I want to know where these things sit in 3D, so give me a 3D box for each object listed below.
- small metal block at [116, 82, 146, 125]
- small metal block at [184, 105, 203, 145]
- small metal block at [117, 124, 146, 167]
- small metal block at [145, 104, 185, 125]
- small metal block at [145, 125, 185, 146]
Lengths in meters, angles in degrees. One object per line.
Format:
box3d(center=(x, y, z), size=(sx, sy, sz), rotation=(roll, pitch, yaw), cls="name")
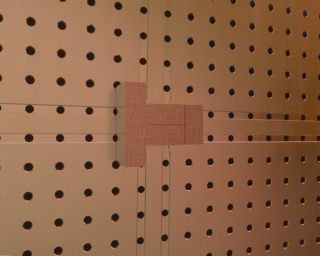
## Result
box3d(center=(-0.037, -0.029, 0.386), size=(0.025, 0.050, 0.050), rotation=(0, 90, -20), cls="small metal block")
box3d(center=(0.035, -0.004, 0.412), size=(0.025, 0.050, 0.050), rotation=(0, 90, -20), cls="small metal block")
box3d(center=(-0.037, 0.021, 0.386), size=(0.025, 0.050, 0.050), rotation=(0, 90, -20), cls="small metal block")
box3d(center=(-0.001, -0.017, 0.399), size=(0.050, 0.050, 0.025), rotation=(0, 90, -20), cls="small metal block")
box3d(center=(-0.001, 0.008, 0.399), size=(0.050, 0.050, 0.025), rotation=(0, 90, -20), cls="small metal block")
